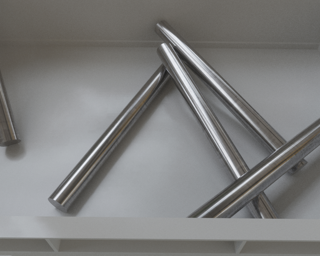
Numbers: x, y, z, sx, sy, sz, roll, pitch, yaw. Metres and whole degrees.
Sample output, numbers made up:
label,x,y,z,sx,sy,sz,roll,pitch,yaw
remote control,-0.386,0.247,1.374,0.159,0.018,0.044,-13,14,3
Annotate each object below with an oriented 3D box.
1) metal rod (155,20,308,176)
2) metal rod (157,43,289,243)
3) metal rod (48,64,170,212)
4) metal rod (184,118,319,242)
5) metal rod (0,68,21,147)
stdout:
label,x,y,z,sx,sy,sz,roll,pitch,yaw
metal rod,0.084,-0.057,0.434,0.025,0.025,0.300,-27,61,-21
metal rod,0.063,-0.004,0.391,0.025,0.025,0.299,-17,58,-14
metal rod,-0.039,-0.018,0.419,0.025,0.025,0.301,23,53,17
metal rod,0.149,0.027,0.348,0.302,0.025,0.025,-29,56,-26
metal rod,-0.241,-0.118,0.416,0.025,0.025,0.299,-18,79,-15
